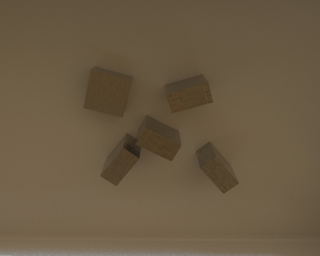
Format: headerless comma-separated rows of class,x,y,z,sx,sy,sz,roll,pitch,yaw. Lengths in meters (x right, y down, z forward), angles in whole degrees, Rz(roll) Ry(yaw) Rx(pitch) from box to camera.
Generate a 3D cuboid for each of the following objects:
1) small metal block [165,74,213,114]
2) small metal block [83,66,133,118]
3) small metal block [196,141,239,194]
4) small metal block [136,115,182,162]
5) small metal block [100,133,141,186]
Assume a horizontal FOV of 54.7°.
small metal block,0.034,-0.043,0.383,0.050,0.050,0.025,-15,110,5
small metal block,-0.065,-0.046,0.394,0.050,0.025,0.050,14,109,-6
small metal block,0.076,0.052,0.418,0.025,0.050,0.050,-39,106,13
small metal block,-0.002,0.012,0.403,0.050,0.050,0.025,27,108,-10
small metal block,-0.051,0.041,0.412,0.025,0.050,0.050,36,106,-13
